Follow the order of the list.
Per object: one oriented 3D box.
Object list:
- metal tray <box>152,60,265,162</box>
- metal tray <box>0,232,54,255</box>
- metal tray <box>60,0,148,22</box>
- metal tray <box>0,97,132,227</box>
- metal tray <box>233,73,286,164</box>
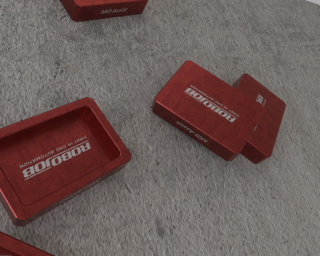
[{"bbox_3d":[0.067,-0.026,0.427,0.130,0.030,0.090,34,62,7],"label":"metal tray"},{"bbox_3d":[-0.127,0.158,0.235,0.090,0.030,0.130,30,52,-10],"label":"metal tray"},{"bbox_3d":[-0.093,-0.216,0.482,0.131,0.030,0.090,-23,74,-36],"label":"metal tray"},{"bbox_3d":[-0.107,0.028,0.325,0.131,0.030,0.090,-28,77,-37],"label":"metal tray"},{"bbox_3d":[0.143,-0.018,0.489,0.090,0.030,0.130,37,51,-4],"label":"metal tray"}]
